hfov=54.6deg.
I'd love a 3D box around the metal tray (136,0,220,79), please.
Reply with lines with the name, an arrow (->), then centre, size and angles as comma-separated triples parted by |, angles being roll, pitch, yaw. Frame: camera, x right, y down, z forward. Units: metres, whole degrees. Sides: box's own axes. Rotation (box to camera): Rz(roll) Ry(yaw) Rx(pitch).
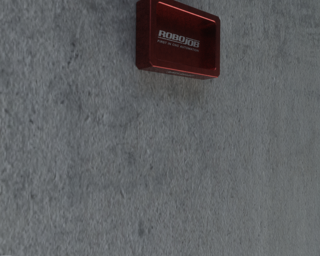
metal tray -> 0.029, -0.119, 0.423 | 0.131, 0.030, 0.090 | 1, 90, -40
